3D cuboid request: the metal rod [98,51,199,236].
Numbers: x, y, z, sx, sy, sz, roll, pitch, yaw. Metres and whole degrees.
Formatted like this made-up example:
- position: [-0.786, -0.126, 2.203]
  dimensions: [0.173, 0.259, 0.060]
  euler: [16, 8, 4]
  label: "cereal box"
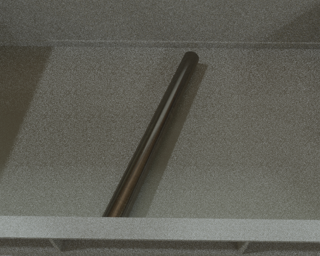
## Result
- position: [-0.001, -0.004, 0.406]
  dimensions: [0.025, 0.025, 0.301]
  euler: [16, 52, 13]
  label: "metal rod"
